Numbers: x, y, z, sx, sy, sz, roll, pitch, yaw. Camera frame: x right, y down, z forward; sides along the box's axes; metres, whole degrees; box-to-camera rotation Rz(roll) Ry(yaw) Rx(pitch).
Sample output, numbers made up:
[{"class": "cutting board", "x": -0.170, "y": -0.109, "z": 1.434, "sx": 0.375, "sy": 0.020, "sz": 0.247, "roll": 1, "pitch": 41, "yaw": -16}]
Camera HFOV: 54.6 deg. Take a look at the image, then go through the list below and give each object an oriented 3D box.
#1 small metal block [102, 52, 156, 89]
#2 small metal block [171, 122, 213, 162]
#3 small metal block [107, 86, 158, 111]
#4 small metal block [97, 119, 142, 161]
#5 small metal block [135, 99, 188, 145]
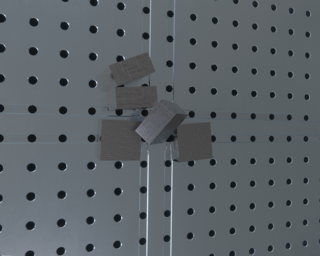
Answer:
[{"class": "small metal block", "x": -0.040, "y": -0.069, "z": 0.384, "sx": 0.050, "sy": 0.050, "sz": 0.025, "roll": -24, "pitch": 98, "yaw": -18}, {"class": "small metal block", "x": 0.043, "y": 0.019, "z": 0.428, "sx": 0.050, "sy": 0.025, "sz": 0.050, "roll": -5, "pitch": 92, "yaw": -20}, {"class": "small metal block", "x": -0.035, "y": -0.036, "z": 0.386, "sx": 0.050, "sy": 0.050, "sz": 0.025, "roll": -5, "pitch": 92, "yaw": -20}, {"class": "small metal block", "x": -0.052, "y": 0.015, "z": 0.393, "sx": 0.050, "sy": 0.025, "sz": 0.050, "roll": 2, "pitch": 89, "yaw": -20}, {"class": "small metal block", "x": 0.003, "y": -0.007, "z": 0.387, "sx": 0.025, "sy": 0.050, "sz": 0.050, "roll": 44, "pitch": 104, "yaw": 15}]
